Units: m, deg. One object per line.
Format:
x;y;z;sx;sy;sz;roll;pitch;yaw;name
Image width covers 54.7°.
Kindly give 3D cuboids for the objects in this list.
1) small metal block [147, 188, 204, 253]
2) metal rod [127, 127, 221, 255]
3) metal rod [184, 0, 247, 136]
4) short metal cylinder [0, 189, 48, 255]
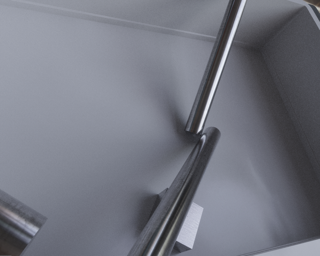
0.016;0.105;0.352;0.050;0.025;0.050;31;51;-9;small metal block
0.028;0.054;0.309;0.025;0.025;0.301;44;25;2;metal rod
0.095;-0.132;0.447;0.025;0.025;0.299;22;83;-16;metal rod
-0.135;0.093;0.242;0.050;0.080;0.080;35;51;-6;short metal cylinder
